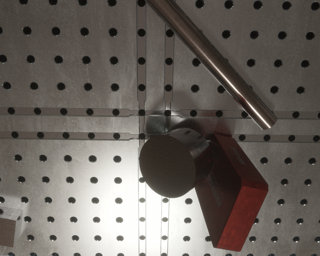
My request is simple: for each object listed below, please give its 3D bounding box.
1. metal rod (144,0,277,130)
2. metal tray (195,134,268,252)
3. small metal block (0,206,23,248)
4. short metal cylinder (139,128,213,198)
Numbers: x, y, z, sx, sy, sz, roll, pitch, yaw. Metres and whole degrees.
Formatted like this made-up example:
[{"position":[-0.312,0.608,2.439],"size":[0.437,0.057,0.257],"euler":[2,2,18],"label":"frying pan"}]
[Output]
[{"position":[0.041,-0.107,0.374],"size":[0.025,0.025,0.300],"euler":[-42,105,14],"label":"metal rod"},{"position":[0.081,0.073,0.385],"size":[0.030,0.130,0.089],"euler":[13,110,-9],"label":"metal tray"},{"position":[-0.238,0.146,0.464],"size":[0.050,0.025,0.050],"euler":[13,110,-5],"label":"small metal block"},{"position":[0.021,0.043,0.397],"size":[0.080,0.050,0.079],"euler":[7,104,32],"label":"short metal cylinder"}]
